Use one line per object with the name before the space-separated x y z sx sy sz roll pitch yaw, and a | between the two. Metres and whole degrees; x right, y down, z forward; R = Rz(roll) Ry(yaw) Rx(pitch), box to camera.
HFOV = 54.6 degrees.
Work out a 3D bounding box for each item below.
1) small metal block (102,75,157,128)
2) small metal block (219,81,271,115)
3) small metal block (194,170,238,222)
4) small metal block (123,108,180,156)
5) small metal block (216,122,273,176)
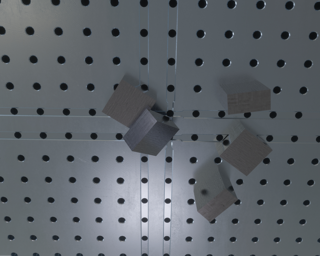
small metal block | -0.039 -0.032 0.401 0.050 0.025 0.050 32 107 -11
small metal block | 0.105 -0.039 0.386 0.050 0.050 0.025 -7 110 2
small metal block | 0.077 0.095 0.435 0.025 0.050 0.050 43 105 -14
small metal block | -0.011 0.007 0.401 0.050 0.025 0.050 -50 145 16
small metal block | 0.115 0.029 0.425 0.050 0.025 0.050 36 106 -12
